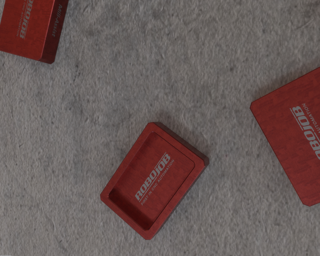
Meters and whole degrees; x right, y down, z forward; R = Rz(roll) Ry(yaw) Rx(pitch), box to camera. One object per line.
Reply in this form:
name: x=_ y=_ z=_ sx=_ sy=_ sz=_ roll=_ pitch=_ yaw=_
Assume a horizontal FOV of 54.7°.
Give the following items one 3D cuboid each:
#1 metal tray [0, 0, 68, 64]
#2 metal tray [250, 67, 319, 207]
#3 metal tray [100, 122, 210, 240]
metal tray: x=-0.193 y=-0.172 z=0.473 sx=0.090 sy=0.030 sz=0.129 roll=17 pitch=96 yaw=18
metal tray: x=0.172 y=0.009 z=0.346 sx=0.090 sy=0.030 sz=0.130 roll=-29 pitch=81 yaw=17
metal tray: x=-0.009 y=0.068 z=0.408 sx=0.090 sy=0.030 sz=0.129 roll=37 pitch=101 yaw=15
